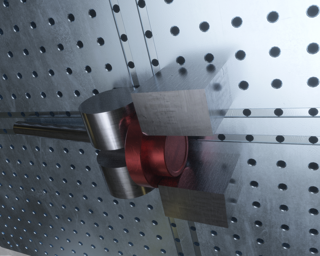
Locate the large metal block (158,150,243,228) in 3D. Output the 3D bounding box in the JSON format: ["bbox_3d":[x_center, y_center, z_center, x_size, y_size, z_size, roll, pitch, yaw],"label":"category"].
[{"bbox_3d":[0.055,0.072,0.392,0.080,0.080,0.050,3,120,27],"label":"large metal block"}]

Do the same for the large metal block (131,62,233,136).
[{"bbox_3d":[0.028,-0.033,0.342,0.080,0.080,0.050,0,118,28],"label":"large metal block"}]

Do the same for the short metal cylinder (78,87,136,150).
[{"bbox_3d":[-0.057,-0.014,0.397,0.080,0.080,0.050,1,119,28],"label":"short metal cylinder"}]

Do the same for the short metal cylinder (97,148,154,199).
[{"bbox_3d":[-0.041,0.052,0.429,0.080,0.080,0.050,2,120,27],"label":"short metal cylinder"}]

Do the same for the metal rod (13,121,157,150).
[{"bbox_3d":[-0.115,0.010,0.463,0.300,0.025,0.025,4,121,30],"label":"metal rod"}]

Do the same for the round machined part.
[{"bbox_3d":[0.002,0.024,0.377,0.042,0.098,0.097,1,119,28],"label":"round machined part"}]
